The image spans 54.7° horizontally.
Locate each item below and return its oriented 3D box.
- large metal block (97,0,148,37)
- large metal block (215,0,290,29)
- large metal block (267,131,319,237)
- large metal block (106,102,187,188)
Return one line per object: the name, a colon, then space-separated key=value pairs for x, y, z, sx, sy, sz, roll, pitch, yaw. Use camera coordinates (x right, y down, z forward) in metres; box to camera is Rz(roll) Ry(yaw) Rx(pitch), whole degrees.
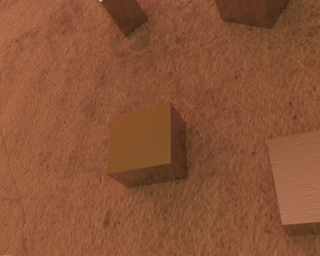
large metal block: x=-0.075 y=-0.220 z=0.541 sx=0.050 sy=0.080 sz=0.080 roll=-38 pitch=51 yaw=2
large metal block: x=0.135 y=-0.193 z=0.435 sx=0.080 sy=0.050 sz=0.080 roll=27 pitch=76 yaw=37
large metal block: x=0.148 y=0.049 z=0.280 sx=0.080 sy=0.050 sz=0.080 roll=-12 pitch=57 yaw=21
large metal block: x=-0.014 y=0.022 z=0.380 sx=0.080 sy=0.050 sz=0.080 roll=-13 pitch=57 yaw=21
